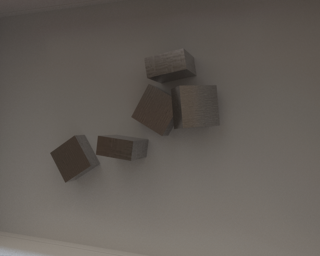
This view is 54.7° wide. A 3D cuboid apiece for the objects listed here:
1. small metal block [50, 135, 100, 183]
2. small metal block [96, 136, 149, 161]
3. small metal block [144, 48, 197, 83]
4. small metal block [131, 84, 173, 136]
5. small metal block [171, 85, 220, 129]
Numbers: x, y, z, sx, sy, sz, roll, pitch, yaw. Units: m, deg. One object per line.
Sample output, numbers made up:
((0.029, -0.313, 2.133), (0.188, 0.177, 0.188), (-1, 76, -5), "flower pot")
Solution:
((-0.124, 0.045, 0.454), (0.050, 0.025, 0.050), (-33, 79, 17), "small metal block")
((-0.049, 0.025, 0.415), (0.050, 0.050, 0.025), (8, 93, 20), "small metal block")
((0.014, -0.077, 0.392), (0.050, 0.050, 0.025), (-10, 87, 20), "small metal block")
((-0.002, -0.024, 0.411), (0.050, 0.025, 0.050), (32, 100, 17), "small metal block")
((0.043, -0.026, 0.381), (0.050, 0.025, 0.050), (-4, 88, -22), "small metal block")
